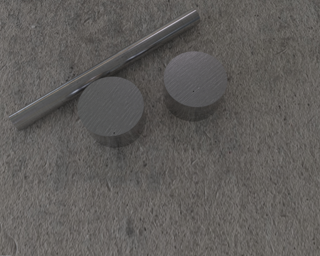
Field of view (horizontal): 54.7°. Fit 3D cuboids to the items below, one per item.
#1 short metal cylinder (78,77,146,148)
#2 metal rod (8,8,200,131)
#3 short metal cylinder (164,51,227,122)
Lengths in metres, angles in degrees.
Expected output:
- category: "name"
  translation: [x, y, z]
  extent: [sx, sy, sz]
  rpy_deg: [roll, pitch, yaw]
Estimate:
- category: "short metal cylinder"
  translation: [-0.060, -0.019, 0.402]
  extent: [0.081, 0.050, 0.080]
  rpy_deg: [0, 70, 0]
- category: "metal rod"
  translation: [-0.069, -0.088, 0.439]
  extent: [0.301, 0.025, 0.025]
  rpy_deg: [-34, 74, -12]
- category: "short metal cylinder"
  translation: [0.045, -0.055, 0.415]
  extent: [0.081, 0.050, 0.080]
  rpy_deg: [0, 70, 0]
